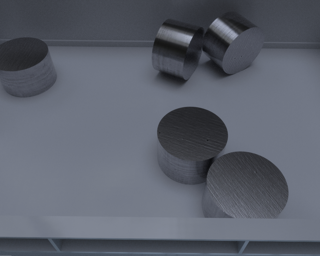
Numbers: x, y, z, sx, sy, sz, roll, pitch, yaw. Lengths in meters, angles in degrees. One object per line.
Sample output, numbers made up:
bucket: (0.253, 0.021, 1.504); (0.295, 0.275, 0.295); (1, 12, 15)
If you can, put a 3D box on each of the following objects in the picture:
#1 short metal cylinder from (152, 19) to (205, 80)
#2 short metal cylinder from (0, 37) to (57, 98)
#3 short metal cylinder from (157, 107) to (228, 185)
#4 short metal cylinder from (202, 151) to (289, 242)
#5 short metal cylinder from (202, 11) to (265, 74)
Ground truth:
short metal cylinder: (0.029, -0.119, 0.469); (0.050, 0.080, 0.080); (22, 53, 17)
short metal cylinder: (-0.202, -0.092, 0.464); (0.080, 0.050, 0.080); (0, 50, 0)
short metal cylinder: (0.037, 0.020, 0.372); (0.080, 0.050, 0.080); (0, 50, 0)
short metal cylinder: (0.087, 0.072, 0.329); (0.080, 0.050, 0.080); (0, 50, 0)
short metal cylinder: (0.113, -0.131, 0.480); (0.081, 0.080, 0.050); (-25, 55, -20)
